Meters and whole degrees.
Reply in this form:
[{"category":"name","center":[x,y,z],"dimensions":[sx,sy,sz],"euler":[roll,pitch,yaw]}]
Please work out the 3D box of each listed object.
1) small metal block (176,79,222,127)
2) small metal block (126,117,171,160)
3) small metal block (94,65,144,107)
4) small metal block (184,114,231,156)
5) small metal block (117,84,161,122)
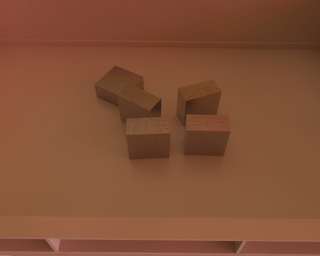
[{"category":"small metal block","center":[0.051,-0.033,0.418],"dimensions":[0.050,0.050,0.025],"euler":[-16,52,-14]},{"category":"small metal block","center":[-0.014,0.013,0.378],"dimensions":[0.050,0.050,0.025],"euler":[-3,50,-3]},{"category":"small metal block","center":[-0.059,-0.060,0.455],"dimensions":[0.050,0.025,0.050],"euler":[25,54,19]},{"category":"small metal block","center":[0.056,0.010,0.382],"dimensions":[0.050,0.050,0.025],"euler":[1,50,1]},{"category":"small metal block","center":[-0.026,-0.024,0.408],"dimensions":[0.050,0.050,0.025],"euler":[27,55,21]}]
